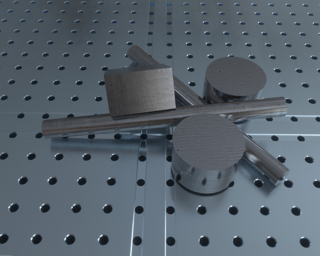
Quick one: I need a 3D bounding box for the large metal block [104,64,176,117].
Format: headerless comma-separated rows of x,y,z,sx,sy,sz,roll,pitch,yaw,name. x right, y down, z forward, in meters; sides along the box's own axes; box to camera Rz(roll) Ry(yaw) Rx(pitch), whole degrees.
-0.028,-0.053,0.407,0.081,0.050,0.080,-8,16,-6,large metal block

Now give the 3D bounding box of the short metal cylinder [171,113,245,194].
0.054,0.029,0.363,0.081,0.050,0.080,0,50,0,short metal cylinder

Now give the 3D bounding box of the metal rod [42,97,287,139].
0.003,-0.012,0.391,0.302,0.025,0.025,-5,50,3,metal rod

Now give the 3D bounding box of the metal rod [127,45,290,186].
0.049,-0.033,0.432,0.025,0.025,0.300,-31,57,-23,metal rod

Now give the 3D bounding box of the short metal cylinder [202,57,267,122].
0.102,-0.055,0.434,0.081,0.050,0.080,0,50,0,short metal cylinder
